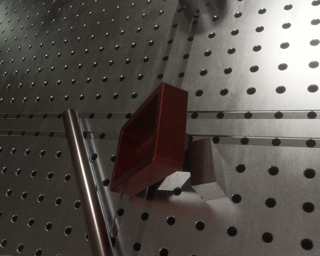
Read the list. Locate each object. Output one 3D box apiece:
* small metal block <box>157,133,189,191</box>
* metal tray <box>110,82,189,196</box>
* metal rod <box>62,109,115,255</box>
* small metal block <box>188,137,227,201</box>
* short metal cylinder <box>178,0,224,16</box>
[{"bbox_3d":[0.015,0.039,0.357,0.025,0.050,0.050,7,54,-16],"label":"small metal block"},{"bbox_3d":[-0.016,0.018,0.352,0.129,0.030,0.090,-41,36,54],"label":"metal tray"},{"bbox_3d":[-0.092,0.085,0.402,0.025,0.025,0.300,-31,52,8],"label":"metal rod"},{"bbox_3d":[0.052,0.046,0.336,0.025,0.050,0.050,-14,56,19],"label":"small metal block"},{"bbox_3d":[0.063,-0.229,0.499,0.080,0.050,0.080,-13,56,20],"label":"short metal cylinder"}]
